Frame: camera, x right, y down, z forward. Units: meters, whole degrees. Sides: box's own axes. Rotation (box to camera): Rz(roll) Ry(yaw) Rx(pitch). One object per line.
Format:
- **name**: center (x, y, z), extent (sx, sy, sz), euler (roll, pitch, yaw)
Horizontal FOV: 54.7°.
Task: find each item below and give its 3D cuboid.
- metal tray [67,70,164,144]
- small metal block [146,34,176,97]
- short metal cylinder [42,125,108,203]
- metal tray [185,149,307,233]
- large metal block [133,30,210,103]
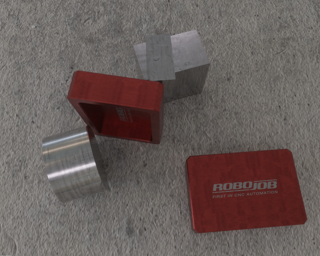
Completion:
- **metal tray**: center (-0.043, -0.017, 0.358), extent (0.091, 0.130, 0.030), euler (8, 73, 3)
- **small metal block**: center (0.000, -0.065, 0.334), extent (0.025, 0.050, 0.050), euler (-5, 76, -3)
- **short metal cylinder**: center (-0.097, 0.042, 0.363), extent (0.050, 0.080, 0.080), euler (-16, 71, -6)
- **metal tray**: center (0.100, 0.077, 0.378), extent (0.131, 0.030, 0.090), euler (-4, 70, -2)
- **large metal block**: center (0.014, -0.075, 0.406), extent (0.081, 0.080, 0.050), euler (-16, 71, -6)
